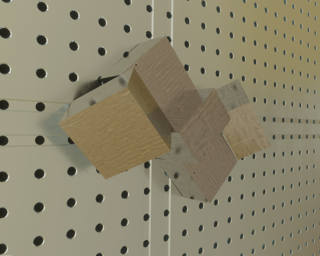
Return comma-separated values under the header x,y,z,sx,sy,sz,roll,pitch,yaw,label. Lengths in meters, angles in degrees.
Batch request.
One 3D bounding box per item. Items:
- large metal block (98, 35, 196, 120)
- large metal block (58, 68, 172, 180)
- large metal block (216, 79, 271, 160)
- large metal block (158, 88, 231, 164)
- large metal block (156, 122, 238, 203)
x,y,z,sx,sy,sz,roll,pitch,yaw,label
-0.013,-0.053,0.381,0.080,0.050,0.080,-48,119,-27,large metal block
-0.043,-0.003,0.327,0.080,0.080,0.050,56,19,-25,large metal block
0.117,-0.014,0.462,0.080,0.050,0.080,56,18,-26,large metal block
0.029,-0.004,0.396,0.080,0.080,0.050,-50,121,-28,large metal block
0.054,0.045,0.436,0.080,0.050,0.080,-48,117,-29,large metal block
